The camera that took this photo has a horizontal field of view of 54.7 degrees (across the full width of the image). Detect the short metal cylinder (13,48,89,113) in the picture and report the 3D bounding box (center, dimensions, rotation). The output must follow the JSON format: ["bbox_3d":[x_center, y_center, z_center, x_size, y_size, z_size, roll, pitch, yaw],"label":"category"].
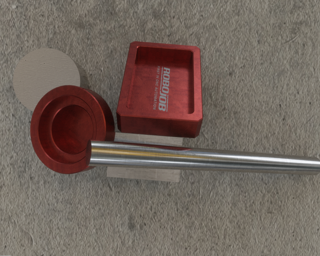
[{"bbox_3d":[-0.136,-0.056,0.397,0.081,0.050,0.079,0,90,-1],"label":"short metal cylinder"}]

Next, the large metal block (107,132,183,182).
[{"bbox_3d":[-0.017,0.032,0.383,0.081,0.080,0.050,5,90,-1],"label":"large metal block"}]

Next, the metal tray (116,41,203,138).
[{"bbox_3d":[0.003,-0.051,0.371,0.091,0.030,0.130,5,50,0],"label":"metal tray"}]

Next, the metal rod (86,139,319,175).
[{"bbox_3d":[0.070,0.037,0.353,0.302,0.025,0.025,6,90,-25],"label":"metal rod"}]

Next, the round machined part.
[{"bbox_3d":[-0.095,0.002,0.357,0.098,0.042,0.097,0,89,19],"label":"round machined part"}]
